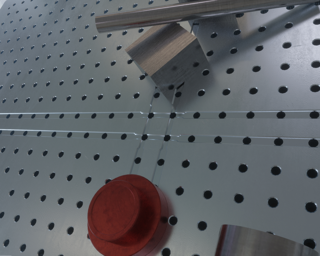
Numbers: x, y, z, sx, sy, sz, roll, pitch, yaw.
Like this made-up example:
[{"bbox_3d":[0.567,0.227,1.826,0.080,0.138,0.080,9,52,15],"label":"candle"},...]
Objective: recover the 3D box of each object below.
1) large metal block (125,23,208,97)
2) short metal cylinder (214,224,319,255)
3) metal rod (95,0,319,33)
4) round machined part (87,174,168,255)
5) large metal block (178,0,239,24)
[{"bbox_3d":[0.009,-0.106,0.453,0.080,0.050,0.080,-40,51,1],"label":"large metal block"},{"bbox_3d":[0.084,0.118,0.256,0.080,0.080,0.050,6,65,31],"label":"short metal cylinder"},{"bbox_3d":[0.060,-0.164,0.428,0.302,0.025,0.025,-6,58,7],"label":"metal rod"},{"bbox_3d":[-0.044,0.099,0.359,0.098,0.042,0.098,-13,56,21],"label":"round machined part"},{"bbox_3d":[0.073,-0.205,0.461,0.080,0.080,0.050,8,66,32],"label":"large metal block"}]
